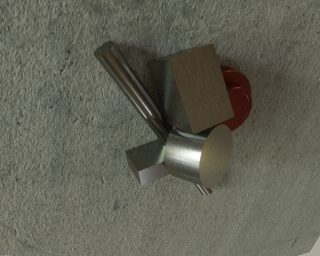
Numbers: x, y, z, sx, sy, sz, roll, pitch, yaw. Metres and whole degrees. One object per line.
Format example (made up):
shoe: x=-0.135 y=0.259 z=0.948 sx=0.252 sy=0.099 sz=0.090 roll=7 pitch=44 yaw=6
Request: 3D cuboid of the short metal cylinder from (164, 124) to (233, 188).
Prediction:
short metal cylinder: x=0.050 y=0.030 z=0.392 sx=0.081 sy=0.050 sz=0.079 roll=-19 pitch=115 yaw=-48

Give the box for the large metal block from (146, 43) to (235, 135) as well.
large metal block: x=0.032 y=-0.045 z=0.350 sx=0.050 sy=0.080 sz=0.080 roll=-23 pitch=105 yaw=-13

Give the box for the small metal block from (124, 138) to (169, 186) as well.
small metal block: x=-0.013 y=0.044 z=0.414 sx=0.050 sy=0.050 sz=0.025 roll=-20 pitch=126 yaw=-18

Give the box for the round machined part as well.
round machined part: x=0.086 y=-0.032 z=0.426 sx=0.099 sy=0.042 sz=0.097 roll=-14 pitch=125 yaw=-21

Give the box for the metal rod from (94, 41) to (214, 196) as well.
metal rod: x=0.010 y=0.009 z=0.421 sx=0.025 sy=0.025 sz=0.300 roll=-39 pitch=130 yaw=-3
